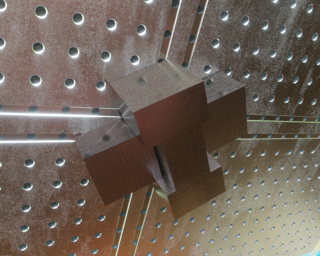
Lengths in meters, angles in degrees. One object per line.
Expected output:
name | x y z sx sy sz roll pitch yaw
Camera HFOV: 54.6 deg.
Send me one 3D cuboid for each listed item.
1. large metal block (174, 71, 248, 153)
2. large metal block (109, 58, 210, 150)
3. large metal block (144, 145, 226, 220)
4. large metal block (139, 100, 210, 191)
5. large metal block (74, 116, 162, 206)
large metal block | 0.068 -0.018 0.419 0.080 0.050 0.080 -26 130 -12
large metal block | -0.002 -0.031 0.354 0.080 0.080 0.050 -25 127 -13
large metal block | 0.032 0.066 0.433 0.080 0.080 0.050 -26 128 -13
large metal block | 0.016 0.017 0.394 0.050 0.080 0.080 -26 128 -12
large metal block | -0.051 0.038 0.391 0.080 0.050 0.080 -24 127 -14
